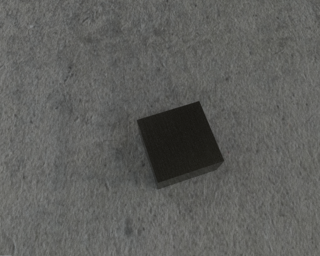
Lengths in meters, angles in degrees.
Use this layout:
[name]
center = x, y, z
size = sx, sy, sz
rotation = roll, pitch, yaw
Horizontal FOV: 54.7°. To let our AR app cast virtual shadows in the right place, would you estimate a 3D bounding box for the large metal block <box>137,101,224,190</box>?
[large metal block]
center = 0.023, 0.022, 0.387
size = 0.081, 0.050, 0.080
rotation = -17, 71, -7
